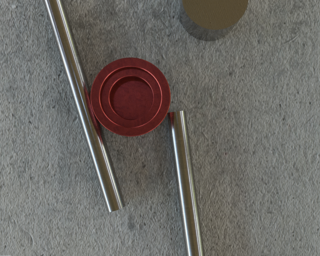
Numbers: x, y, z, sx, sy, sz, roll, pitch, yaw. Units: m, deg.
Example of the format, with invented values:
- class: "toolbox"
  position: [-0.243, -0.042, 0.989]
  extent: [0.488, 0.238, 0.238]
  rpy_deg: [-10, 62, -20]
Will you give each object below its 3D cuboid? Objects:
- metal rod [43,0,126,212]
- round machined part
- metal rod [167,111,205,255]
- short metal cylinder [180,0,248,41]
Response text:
- class: "metal rod"
  position: [-0.101, -0.037, 0.408]
  extent: [0.025, 0.025, 0.298]
  rpy_deg: [-17, 90, 0]
- class: "round machined part"
  position: [-0.036, -0.038, 0.401]
  extent: [0.099, 0.042, 0.097]
  rpy_deg: [0, 90, -1]
- class: "metal rod"
  position: [0.041, 0.126, 0.410]
  extent: [0.025, 0.025, 0.298]
  rpy_deg: [-8, 90, 0]
- class: "short metal cylinder"
  position: [0.067, -0.158, 0.398]
  extent: [0.081, 0.050, 0.079]
  rpy_deg: [0, 90, -1]
